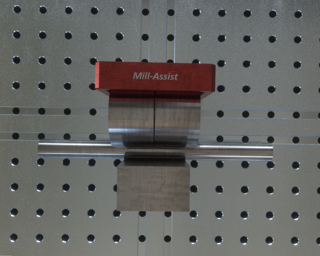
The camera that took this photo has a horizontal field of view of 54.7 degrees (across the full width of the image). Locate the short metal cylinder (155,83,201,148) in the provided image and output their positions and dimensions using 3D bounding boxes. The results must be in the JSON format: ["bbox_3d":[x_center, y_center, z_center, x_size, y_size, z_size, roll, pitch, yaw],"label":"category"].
[{"bbox_3d":[0.020,-0.016,0.383,0.050,0.080,0.079,2,90,0],"label":"short metal cylinder"}]

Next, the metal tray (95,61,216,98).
[{"bbox_3d":[-0.005,-0.056,0.377,0.131,0.090,0.030,1,90,0],"label":"metal tray"}]

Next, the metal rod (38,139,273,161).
[{"bbox_3d":[-0.005,0.029,0.409,0.302,0.025,0.025,1,90,0],"label":"metal rod"}]

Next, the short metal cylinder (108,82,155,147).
[{"bbox_3d":[-0.032,-0.016,0.383,0.050,0.080,0.079,1,90,0],"label":"short metal cylinder"}]

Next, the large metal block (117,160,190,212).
[{"bbox_3d":[-0.007,0.067,0.382,0.081,0.080,0.050,1,90,0],"label":"large metal block"}]
